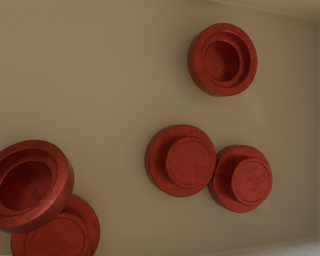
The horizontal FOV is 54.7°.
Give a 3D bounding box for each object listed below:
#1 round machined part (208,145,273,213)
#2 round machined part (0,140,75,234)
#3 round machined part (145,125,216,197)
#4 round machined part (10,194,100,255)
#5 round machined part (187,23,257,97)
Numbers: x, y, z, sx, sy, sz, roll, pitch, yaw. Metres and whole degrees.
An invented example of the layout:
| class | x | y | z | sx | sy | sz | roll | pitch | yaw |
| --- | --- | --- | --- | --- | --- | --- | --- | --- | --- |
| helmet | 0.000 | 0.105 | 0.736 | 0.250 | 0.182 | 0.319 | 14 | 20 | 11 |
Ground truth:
| class | x | y | z | sx | sy | sz | roll | pitch | yaw |
| --- | --- | --- | --- | --- | --- | --- | --- | --- | --- |
| round machined part | 0.121 | 0.074 | 0.446 | 0.099 | 0.042 | 0.097 | 0 | 90 | -20 |
| round machined part | -0.139 | 0.064 | 0.332 | 0.099 | 0.042 | 0.098 | -4 | 55 | 5 |
| round machined part | 0.033 | 0.044 | 0.413 | 0.099 | 0.042 | 0.097 | 0 | 90 | -20 |
| round machined part | -0.118 | 0.127 | 0.358 | 0.099 | 0.042 | 0.097 | 0 | 90 | -20 |
| round machined part | 0.082 | -0.091 | 0.431 | 0.099 | 0.042 | 0.097 | 0 | 90 | -20 |
